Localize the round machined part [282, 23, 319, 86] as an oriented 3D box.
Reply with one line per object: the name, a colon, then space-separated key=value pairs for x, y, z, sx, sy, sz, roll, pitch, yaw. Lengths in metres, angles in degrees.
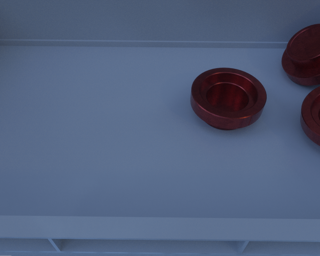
round machined part: x=0.229 y=-0.115 z=0.459 sx=0.098 sy=0.042 sz=0.098 roll=-26 pitch=44 yaw=28

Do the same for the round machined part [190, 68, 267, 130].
round machined part: x=0.091 y=-0.035 z=0.424 sx=0.099 sy=0.042 sz=0.098 roll=0 pitch=50 yaw=0

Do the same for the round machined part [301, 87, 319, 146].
round machined part: x=0.231 y=-0.009 z=0.392 sx=0.098 sy=0.042 sz=0.098 roll=-10 pitch=51 yaw=12
